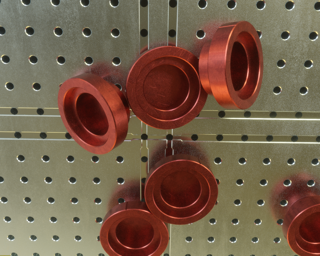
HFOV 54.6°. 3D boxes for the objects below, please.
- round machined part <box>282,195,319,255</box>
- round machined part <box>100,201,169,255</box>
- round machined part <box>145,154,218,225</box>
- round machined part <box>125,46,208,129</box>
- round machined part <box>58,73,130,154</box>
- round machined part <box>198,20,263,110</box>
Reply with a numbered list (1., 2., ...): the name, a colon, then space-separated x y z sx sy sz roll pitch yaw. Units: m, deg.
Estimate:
1. round machined part: 0.230 0.141 0.458 0.099 0.042 0.097 0 110 0
2. round machined part: -0.036 0.149 0.459 0.099 0.042 0.097 0 110 0
3. round machined part: 0.028 0.081 0.432 0.099 0.042 0.097 -1 107 -2
4. round machined part: 0.006 -0.051 0.379 0.099 0.042 0.097 -3 106 -11
5. round machined part: -0.076 -0.020 0.380 0.098 0.042 0.097 19 125 30
6. round machined part: 0.080 -0.071 0.360 0.042 0.099 0.097 5 116 40
